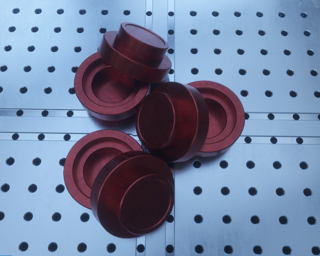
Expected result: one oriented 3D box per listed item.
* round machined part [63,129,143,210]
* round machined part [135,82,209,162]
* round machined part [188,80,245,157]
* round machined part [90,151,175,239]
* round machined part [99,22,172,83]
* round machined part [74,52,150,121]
[{"bbox_3d":[-0.064,0.054,0.382,0.099,0.042,0.098,0,70,0],"label":"round machined part"},{"bbox_3d":[0.007,-0.008,0.373,0.042,0.098,0.098,5,63,-44],"label":"round machined part"},{"bbox_3d":[0.057,-0.010,0.406,0.099,0.042,0.098,0,70,0],"label":"round machined part"},{"bbox_3d":[-0.023,0.077,0.344,0.099,0.042,0.097,-9,106,-32],"label":"round machined part"},{"bbox_3d":[-0.027,-0.105,0.412,0.098,0.042,0.098,22,30,-13],"label":"round machined part"},{"bbox_3d":[-0.062,-0.055,0.421,0.099,0.042,0.098,0,70,0],"label":"round machined part"}]
